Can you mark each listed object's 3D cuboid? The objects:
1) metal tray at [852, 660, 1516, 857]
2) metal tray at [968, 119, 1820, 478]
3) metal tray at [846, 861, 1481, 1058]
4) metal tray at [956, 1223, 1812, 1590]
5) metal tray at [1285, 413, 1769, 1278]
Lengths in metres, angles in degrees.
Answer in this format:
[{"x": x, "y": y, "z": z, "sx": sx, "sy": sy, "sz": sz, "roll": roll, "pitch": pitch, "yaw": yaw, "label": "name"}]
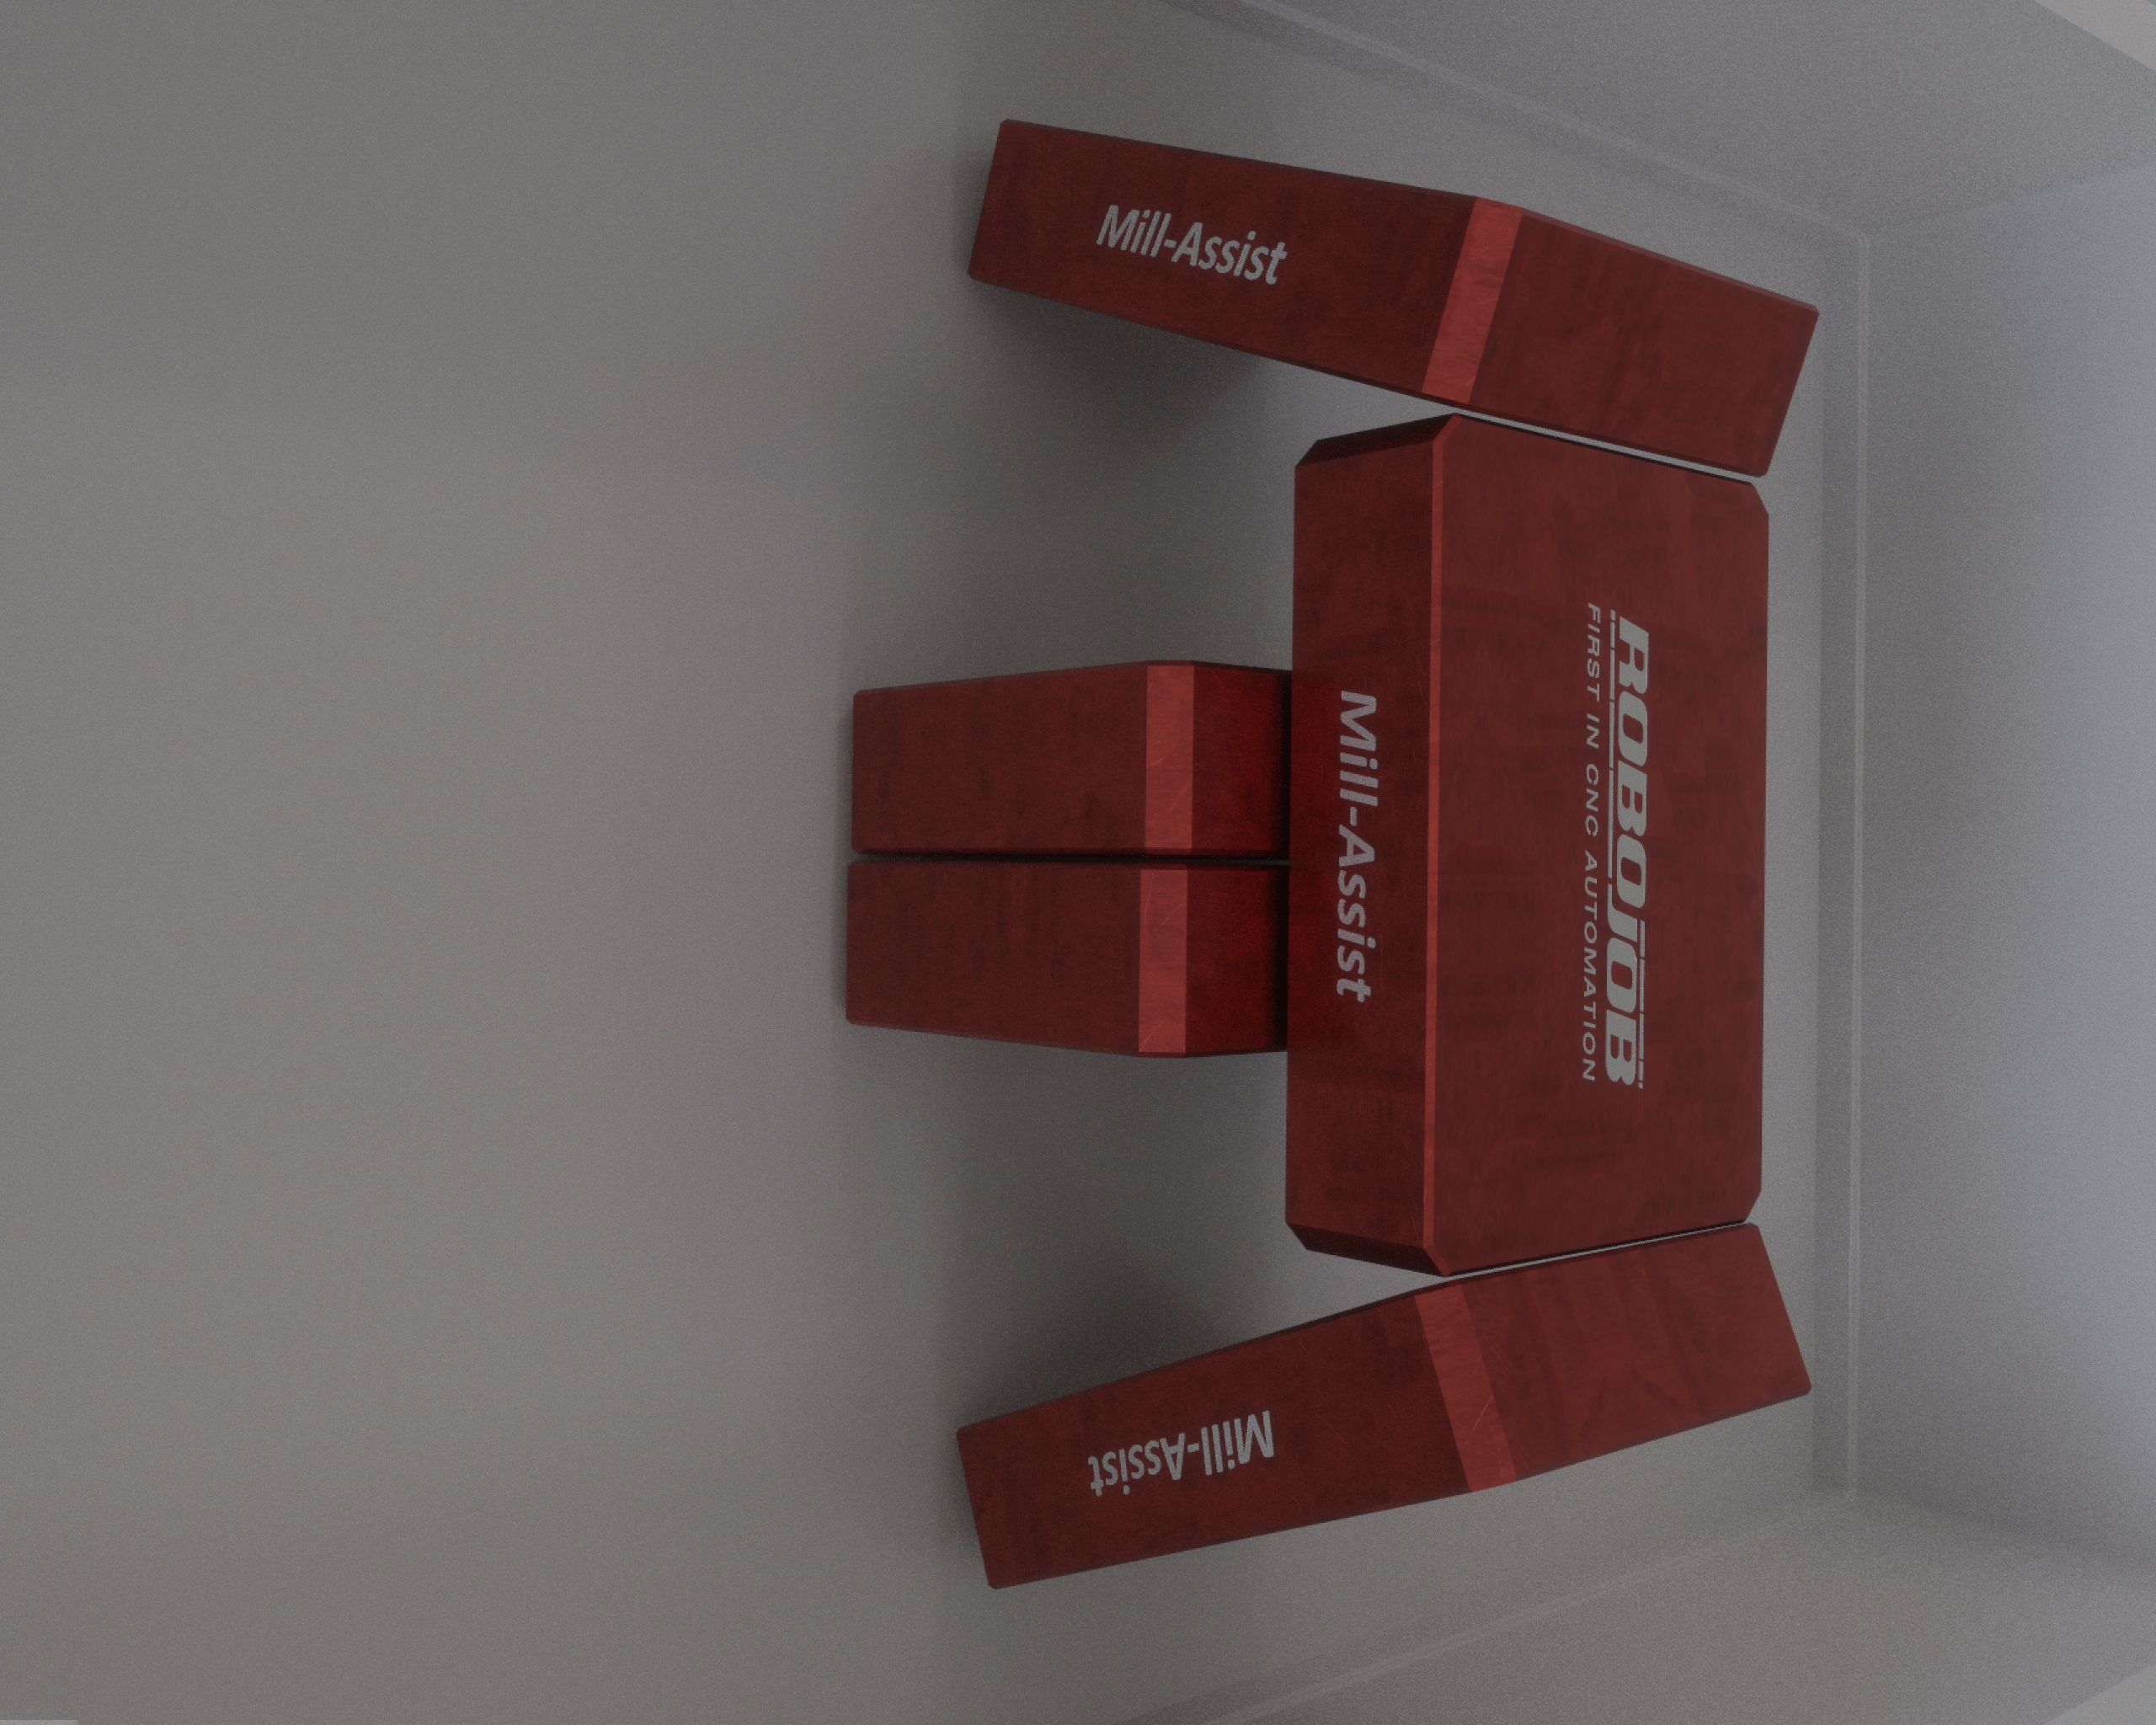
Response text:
[{"x": 0.035, "y": -0.016, "z": 0.392, "sx": 0.131, "sy": 0.090, "sz": 0.030, "roll": 1, "pitch": 90, "yaw": -40, "label": "metal tray"}, {"x": 0.053, "y": -0.104, "z": 0.379, "sx": 0.091, "sy": 0.130, "sz": 0.030, "roll": 1, "pitch": 110, "yaw": -40, "label": "metal tray"}, {"x": 0.034, "y": 0.016, "z": 0.392, "sx": 0.131, "sy": 0.090, "sz": 0.030, "roll": 1, "pitch": 90, "yaw": -40, "label": "metal tray"}, {"x": 0.051, "y": 0.099, "z": 0.378, "sx": 0.091, "sy": 0.130, "sz": 0.030, "roll": 1, "pitch": 68, "yaw": -41, "label": "metal tray"}, {"x": 0.077, "y": -0.002, "z": 0.348, "sx": 0.091, "sy": 0.030, "sz": 0.129, "roll": 1, "pitch": 89, "yaw": -41, "label": "metal tray"}]
